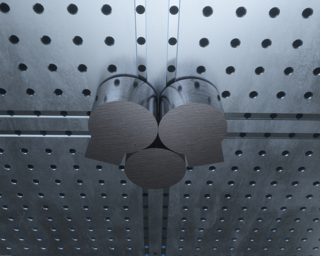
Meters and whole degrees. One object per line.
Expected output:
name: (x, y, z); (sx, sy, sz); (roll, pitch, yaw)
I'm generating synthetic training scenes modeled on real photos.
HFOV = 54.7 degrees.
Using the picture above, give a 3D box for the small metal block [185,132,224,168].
small metal block: (0.059, 0.025, 0.430); (0.050, 0.025, 0.050); (-11, 130, 9)

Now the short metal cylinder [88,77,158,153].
short metal cylinder: (-0.043, -0.015, 0.377); (0.081, 0.050, 0.079); (0, 130, 0)

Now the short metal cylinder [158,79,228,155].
short metal cylinder: (0.038, -0.013, 0.380); (0.081, 0.050, 0.079); (0, 130, 0)

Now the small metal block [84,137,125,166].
small metal block: (-0.071, 0.021, 0.424); (0.050, 0.025, 0.050); (16, 128, -14)

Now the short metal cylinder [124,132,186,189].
short metal cylinder: (-0.006, 0.039, 0.423); (0.081, 0.050, 0.079); (0, 130, 0)
